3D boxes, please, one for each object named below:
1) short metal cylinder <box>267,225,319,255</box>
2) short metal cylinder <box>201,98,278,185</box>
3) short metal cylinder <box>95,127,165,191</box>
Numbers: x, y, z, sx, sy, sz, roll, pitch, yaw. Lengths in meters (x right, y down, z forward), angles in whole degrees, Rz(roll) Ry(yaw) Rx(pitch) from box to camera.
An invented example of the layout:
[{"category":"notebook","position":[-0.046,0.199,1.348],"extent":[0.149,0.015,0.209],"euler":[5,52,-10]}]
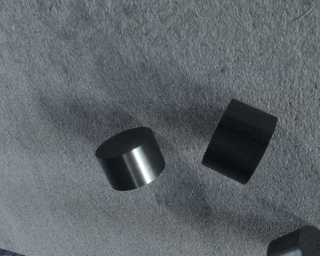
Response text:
[{"category":"short metal cylinder","position":[0.180,0.168,0.380],"extent":[0.080,0.080,0.050],"euler":[42,129,-1]},{"category":"short metal cylinder","position":[0.085,0.014,0.335],"extent":[0.050,0.080,0.079],"euler":[26,128,12]},{"category":"short metal cylinder","position":[-0.039,0.040,0.417],"extent":[0.080,0.080,0.050],"euler":[-8,114,32]}]
